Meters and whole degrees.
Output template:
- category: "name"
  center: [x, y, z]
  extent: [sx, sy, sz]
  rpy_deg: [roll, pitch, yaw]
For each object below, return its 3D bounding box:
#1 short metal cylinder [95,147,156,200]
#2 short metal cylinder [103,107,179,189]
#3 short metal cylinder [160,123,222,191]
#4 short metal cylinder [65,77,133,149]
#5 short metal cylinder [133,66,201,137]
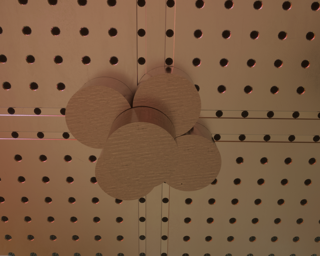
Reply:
- category: "short metal cylinder"
  center: [-0.042, 0.049, 0.417]
  extent: [0.081, 0.050, 0.079]
  rpy_deg: [0, 110, -1]
- category: "short metal cylinder"
  center: [-0.020, 0.022, 0.352]
  extent: [0.081, 0.050, 0.079]
  rpy_deg: [-1, 112, -1]
- category: "short metal cylinder"
  center: [0.037, 0.037, 0.413]
  extent: [0.081, 0.050, 0.079]
  rpy_deg: [0, 110, -1]
- category: "short metal cylinder"
  center: [-0.072, -0.020, 0.391]
  extent: [0.081, 0.050, 0.079]
  rpy_deg: [0, 110, -1]
- category: "short metal cylinder"
  center: [0.008, -0.033, 0.387]
  extent: [0.081, 0.050, 0.079]
  rpy_deg: [0, 110, -1]
